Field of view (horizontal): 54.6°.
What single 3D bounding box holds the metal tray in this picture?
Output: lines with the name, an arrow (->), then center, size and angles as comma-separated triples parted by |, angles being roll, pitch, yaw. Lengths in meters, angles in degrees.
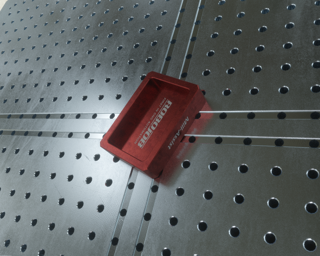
metal tray -> -0.010, -0.009, 0.416 | 0.090, 0.030, 0.130 | 24, 75, 36
